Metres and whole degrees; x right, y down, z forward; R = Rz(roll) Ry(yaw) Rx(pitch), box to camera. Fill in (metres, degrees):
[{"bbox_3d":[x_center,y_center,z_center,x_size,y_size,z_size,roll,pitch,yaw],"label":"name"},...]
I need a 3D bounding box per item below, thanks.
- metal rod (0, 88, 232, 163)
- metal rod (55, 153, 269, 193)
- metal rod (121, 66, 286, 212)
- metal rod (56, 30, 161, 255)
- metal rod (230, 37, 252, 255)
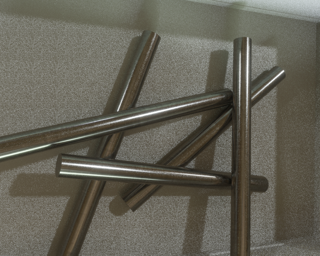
[{"bbox_3d":[-0.030,-0.012,0.373,0.303,0.025,0.025,-15,95,-29],"label":"metal rod"},{"bbox_3d":[0.025,0.062,0.393,0.302,0.025,0.025,10,87,-30],"label":"metal rod"},{"bbox_3d":[0.071,0.007,0.436,0.301,0.025,0.025,-39,103,-16],"label":"metal rod"},{"bbox_3d":[-0.062,0.018,0.387,0.025,0.025,0.299,23,82,-19],"label":"metal rod"},{"bbox_3d":[0.110,0.025,0.417,0.025,0.025,0.298,5,82,-20],"label":"metal rod"}]
